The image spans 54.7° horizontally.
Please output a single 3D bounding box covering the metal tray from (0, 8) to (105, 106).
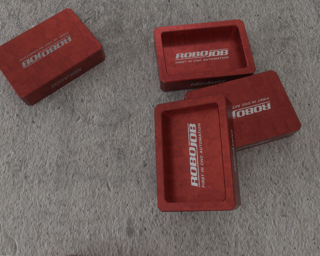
[{"bbox_3d":[-0.157,-0.103,0.442,0.131,0.030,0.090,-36,74,-12],"label":"metal tray"}]

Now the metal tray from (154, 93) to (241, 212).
[{"bbox_3d":[0.042,0.031,0.366,0.090,0.030,0.129,-8,76,24],"label":"metal tray"}]

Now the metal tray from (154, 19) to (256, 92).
[{"bbox_3d":[0.061,-0.104,0.443,0.131,0.030,0.090,-7,70,-3],"label":"metal tray"}]

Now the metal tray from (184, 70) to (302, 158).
[{"bbox_3d":[0.106,-0.018,0.413,0.131,0.030,0.090,-15,71,-6],"label":"metal tray"}]
